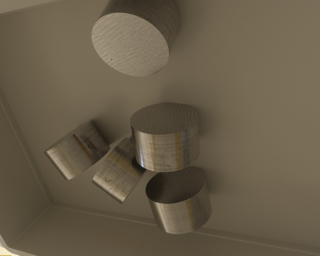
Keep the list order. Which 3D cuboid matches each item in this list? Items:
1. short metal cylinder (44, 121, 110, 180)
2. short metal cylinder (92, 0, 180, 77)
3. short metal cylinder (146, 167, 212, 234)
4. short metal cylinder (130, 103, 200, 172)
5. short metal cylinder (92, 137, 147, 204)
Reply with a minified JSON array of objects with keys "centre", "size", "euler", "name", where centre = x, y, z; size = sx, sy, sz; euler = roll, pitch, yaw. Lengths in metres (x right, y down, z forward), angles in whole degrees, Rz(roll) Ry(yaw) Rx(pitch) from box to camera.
[{"centre":[-0.121,0.032,0.457],"size":[0.080,0.080,0.050],"euler":[-24,105,37],"name":"short metal cylinder"},{"centre":[-0.024,-0.100,0.325],"size":[0.080,0.050,0.080],"euler":[11,146,8],"name":"short metal cylinder"},{"centre":[0.026,0.095,0.418],"size":[0.080,0.080,0.050],"euler":[-1,118,29],"name":"short metal cylinder"},{"centre":[0.007,0.009,0.375],"size":[0.080,0.080,0.050],"euler":[9,122,23],"name":"short metal cylinder"},{"centre":[-0.050,0.059,0.436],"size":[0.050,0.080,0.079],"euler":[36,129,4],"name":"short metal cylinder"}]
